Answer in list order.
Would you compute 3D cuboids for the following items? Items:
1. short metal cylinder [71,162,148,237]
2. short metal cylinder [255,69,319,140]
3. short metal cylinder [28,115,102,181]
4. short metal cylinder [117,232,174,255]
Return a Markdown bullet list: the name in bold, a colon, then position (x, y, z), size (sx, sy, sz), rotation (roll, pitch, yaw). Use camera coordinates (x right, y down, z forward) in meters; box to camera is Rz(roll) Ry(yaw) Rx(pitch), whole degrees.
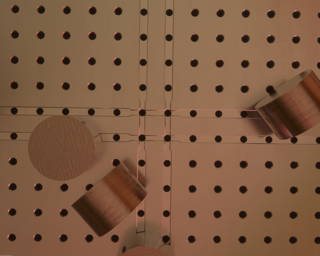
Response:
- **short metal cylinder**: position (-0.062, 0.087, 0.385), size (0.080, 0.080, 0.050), rotation (-41, 90, 0)
- **short metal cylinder**: position (0.168, -0.029, 0.388), size (0.080, 0.080, 0.050), rotation (-37, 91, 0)
- **short metal cylinder**: position (-0.119, 0.024, 0.399), size (0.081, 0.050, 0.079), rotation (0, 90, -1)
- **short metal cylinder**: position (-0.020, 0.183, 0.401), size (0.081, 0.050, 0.079), rotation (0, 90, -1)
